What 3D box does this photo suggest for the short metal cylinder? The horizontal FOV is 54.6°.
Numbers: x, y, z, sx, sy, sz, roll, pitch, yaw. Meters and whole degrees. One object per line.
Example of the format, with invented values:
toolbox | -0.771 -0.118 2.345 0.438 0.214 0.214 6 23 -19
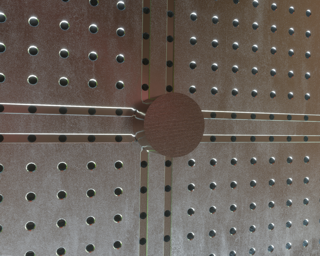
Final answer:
short metal cylinder | 0.010 -0.004 0.403 0.081 0.050 0.080 0 90 -20
